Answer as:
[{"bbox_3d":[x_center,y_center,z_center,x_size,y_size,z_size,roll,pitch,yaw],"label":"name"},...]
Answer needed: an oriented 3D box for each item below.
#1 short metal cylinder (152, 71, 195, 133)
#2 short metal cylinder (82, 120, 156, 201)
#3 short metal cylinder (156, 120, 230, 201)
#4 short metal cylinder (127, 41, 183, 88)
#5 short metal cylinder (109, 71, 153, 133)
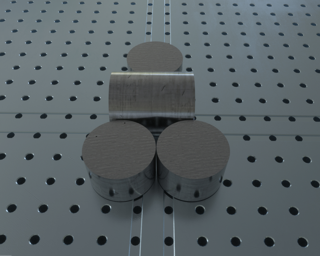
[{"bbox_3d":[0.016,-0.033,0.400,0.050,0.080,0.080,0,50,0],"label":"short metal cylinder"},{"bbox_3d":[-0.045,0.037,0.358,0.081,0.050,0.080,0,50,0],"label":"short metal cylinder"},{"bbox_3d":[0.036,0.037,0.359,0.081,0.050,0.080,0,50,0],"label":"short metal cylinder"},{"bbox_3d":[-0.007,-0.085,0.462,0.081,0.050,0.080,0,50,0],"label":"short metal cylinder"},{"bbox_3d":[-0.035,-0.033,0.400,0.050,0.080,0.080,0,50,0],"label":"short metal cylinder"}]
